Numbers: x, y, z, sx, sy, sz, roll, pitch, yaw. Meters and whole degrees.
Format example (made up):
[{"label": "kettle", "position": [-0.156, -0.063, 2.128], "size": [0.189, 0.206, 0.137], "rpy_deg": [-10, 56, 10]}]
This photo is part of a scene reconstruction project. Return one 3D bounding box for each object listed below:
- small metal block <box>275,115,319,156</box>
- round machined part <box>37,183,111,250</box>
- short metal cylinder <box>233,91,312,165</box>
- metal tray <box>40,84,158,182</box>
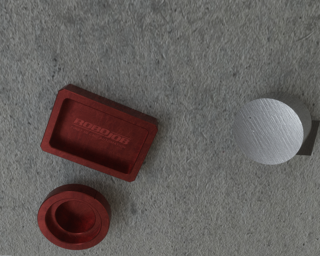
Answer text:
[{"label": "small metal block", "position": [0.178, 0.008, 0.415], "size": [0.050, 0.025, 0.050], "rpy_deg": [3, 110, -2]}, {"label": "round machined part", "position": [-0.119, 0.122, 0.444], "size": [0.099, 0.042, 0.097], "rpy_deg": [0, 110, -1]}, {"label": "short metal cylinder", "position": [0.137, -0.001, 0.378], "size": [0.080, 0.050, 0.079], "rpy_deg": [11, 111, 32]}, {"label": "metal tray", "position": [-0.078, 0.008, 0.408], "size": [0.131, 0.030, 0.089], "rpy_deg": [22, 108, -9]}]
